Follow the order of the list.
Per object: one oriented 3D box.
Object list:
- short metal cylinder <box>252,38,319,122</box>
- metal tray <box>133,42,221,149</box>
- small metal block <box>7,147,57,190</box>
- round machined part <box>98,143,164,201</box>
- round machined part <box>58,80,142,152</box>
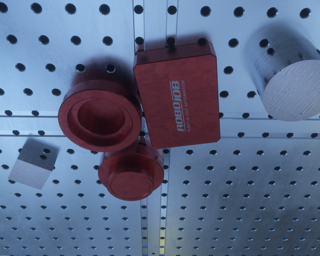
[{"bbox_3d":[0.151,-0.054,0.352,0.081,0.050,0.079,0,130,0],"label":"short metal cylinder"},{"bbox_3d":[0.025,-0.034,0.380,0.090,0.030,0.129,-7,130,5],"label":"metal tray"},{"bbox_3d":[-0.190,0.061,0.461,0.050,0.025,0.050,25,126,-21],"label":"small metal block"},{"bbox_3d":[-0.043,0.072,0.461,0.099,0.042,0.097,-1,130,0],"label":"round machined part"},{"bbox_3d":[-0.071,-0.019,0.384,0.099,0.042,0.097,-1,130,0],"label":"round machined part"}]
